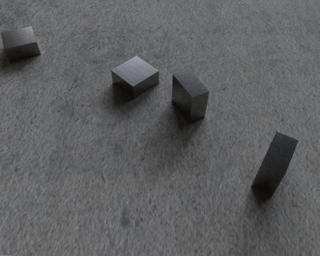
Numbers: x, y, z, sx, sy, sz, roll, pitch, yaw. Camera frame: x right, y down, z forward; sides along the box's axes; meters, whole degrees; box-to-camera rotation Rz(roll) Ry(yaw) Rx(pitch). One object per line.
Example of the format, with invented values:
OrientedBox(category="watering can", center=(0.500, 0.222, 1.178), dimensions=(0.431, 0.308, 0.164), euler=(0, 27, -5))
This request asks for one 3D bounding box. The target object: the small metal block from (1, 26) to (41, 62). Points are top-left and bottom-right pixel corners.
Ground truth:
OrientedBox(category="small metal block", center=(-0.233, -0.142, 0.519), dimensions=(0.050, 0.025, 0.050), euler=(-18, 53, -15))

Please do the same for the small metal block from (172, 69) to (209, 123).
OrientedBox(category="small metal block", center=(0.040, -0.044, 0.424), dimensions=(0.025, 0.050, 0.050), euler=(-22, 54, -18))

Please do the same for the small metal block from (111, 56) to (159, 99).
OrientedBox(category="small metal block", center=(-0.037, -0.077, 0.468), dimensions=(0.050, 0.025, 0.050), euler=(-36, 59, -27))

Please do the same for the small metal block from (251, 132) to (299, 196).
OrientedBox(category="small metal block", center=(0.131, 0.041, 0.354), dimensions=(0.025, 0.050, 0.050), euler=(25, 54, 19))
